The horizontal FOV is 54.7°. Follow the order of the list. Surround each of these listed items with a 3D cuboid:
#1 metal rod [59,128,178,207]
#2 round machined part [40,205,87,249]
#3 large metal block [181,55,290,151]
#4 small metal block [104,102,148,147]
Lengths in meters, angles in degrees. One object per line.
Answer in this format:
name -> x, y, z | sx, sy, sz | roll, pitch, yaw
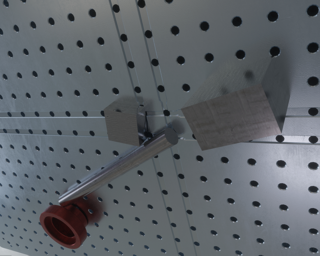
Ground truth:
metal rod -> -0.084, 0.075, 0.501 | 0.299, 0.025, 0.025 | -33, 100, 38
round machined part -> -0.184, 0.188, 0.613 | 0.098, 0.042, 0.097 | 14, 126, 21
large metal block -> 0.080, -0.026, 0.317 | 0.080, 0.080, 0.050 | -16, 110, 34
small metal block -> -0.047, -0.006, 0.433 | 0.050, 0.025, 0.050 | 10, 123, 22
